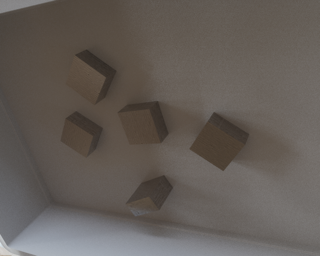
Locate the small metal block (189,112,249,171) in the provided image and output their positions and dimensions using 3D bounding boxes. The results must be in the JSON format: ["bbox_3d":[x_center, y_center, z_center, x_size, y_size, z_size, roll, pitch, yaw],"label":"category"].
[{"bbox_3d":[0.072,0.017,0.381,0.050,0.025,0.050,33,129,6],"label":"small metal block"}]

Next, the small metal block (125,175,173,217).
[{"bbox_3d":[-0.015,0.101,0.463,0.050,0.050,0.025,-26,104,37],"label":"small metal block"}]

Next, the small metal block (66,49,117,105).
[{"bbox_3d":[-0.093,-0.068,0.416,0.050,0.025,0.050,36,129,4],"label":"small metal block"}]

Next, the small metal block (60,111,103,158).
[{"bbox_3d":[-0.122,0.010,0.480,0.050,0.025,0.050,32,129,7],"label":"small metal block"}]

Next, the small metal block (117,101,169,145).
[{"bbox_3d":[-0.022,-0.006,0.417,0.050,0.025,0.050,-5,116,30],"label":"small metal block"}]
